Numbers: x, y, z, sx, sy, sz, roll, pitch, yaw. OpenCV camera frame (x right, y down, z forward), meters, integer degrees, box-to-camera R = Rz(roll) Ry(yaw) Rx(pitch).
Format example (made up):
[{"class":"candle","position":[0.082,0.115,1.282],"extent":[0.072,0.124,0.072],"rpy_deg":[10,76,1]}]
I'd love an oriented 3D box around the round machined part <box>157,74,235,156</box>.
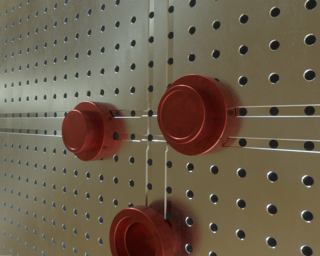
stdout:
[{"class":"round machined part","position":[0.035,-0.015,0.370],"extent":[0.098,0.042,0.097],"rpy_deg":[0,90,40]}]

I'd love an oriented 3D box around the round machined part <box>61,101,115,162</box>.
[{"class":"round machined part","position":[-0.122,0.005,0.501],"extent":[0.098,0.042,0.097],"rpy_deg":[0,90,40]}]

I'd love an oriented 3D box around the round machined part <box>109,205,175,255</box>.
[{"class":"round machined part","position":[-0.020,0.152,0.416],"extent":[0.098,0.042,0.097],"rpy_deg":[0,90,40]}]
